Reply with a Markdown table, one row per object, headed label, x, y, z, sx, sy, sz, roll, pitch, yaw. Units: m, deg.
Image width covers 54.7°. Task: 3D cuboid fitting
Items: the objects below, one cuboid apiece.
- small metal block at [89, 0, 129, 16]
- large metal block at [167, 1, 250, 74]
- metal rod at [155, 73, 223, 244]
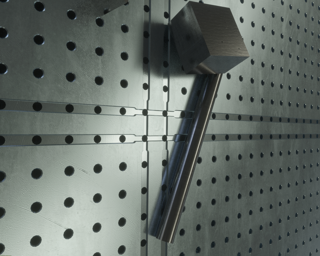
| label | x | y | z | sx | sy | sz | roll | pitch | yaw |
| --- | --- | --- | --- | --- | --- | --- | --- | --- | --- |
| small metal block | -0.048 | -0.161 | 0.354 | 0.025 | 0.050 | 0.050 | 47 | 62 | -31 |
| large metal block | 0.068 | -0.123 | 0.434 | 0.081 | 0.050 | 0.080 | -9 | 75 | -38 |
| metal rod | 0.052 | 0.014 | 0.454 | 0.025 | 0.025 | 0.299 | 30 | 71 | -37 |
